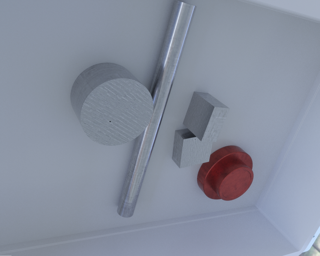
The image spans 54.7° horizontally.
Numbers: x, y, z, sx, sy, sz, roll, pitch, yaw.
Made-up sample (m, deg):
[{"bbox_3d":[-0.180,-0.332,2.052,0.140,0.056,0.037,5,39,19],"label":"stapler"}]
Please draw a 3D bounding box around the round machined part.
[{"bbox_3d":[0.115,0.081,0.513,0.099,0.042,0.097,-14,125,-21],"label":"round machined part"}]

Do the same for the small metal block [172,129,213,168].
[{"bbox_3d":[0.048,0.027,0.454,0.050,0.025,0.050,-10,123,-24],"label":"small metal block"}]

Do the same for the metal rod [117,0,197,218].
[{"bbox_3d":[-0.011,-0.007,0.399,0.025,0.025,0.298,2,117,-30],"label":"metal rod"}]

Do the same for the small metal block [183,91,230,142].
[{"bbox_3d":[0.061,-0.016,0.418,0.025,0.050,0.050,3,117,-30],"label":"small metal block"}]

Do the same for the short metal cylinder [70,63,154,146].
[{"bbox_3d":[-0.054,-0.027,0.347,0.081,0.050,0.079,-14,125,-21],"label":"short metal cylinder"}]
